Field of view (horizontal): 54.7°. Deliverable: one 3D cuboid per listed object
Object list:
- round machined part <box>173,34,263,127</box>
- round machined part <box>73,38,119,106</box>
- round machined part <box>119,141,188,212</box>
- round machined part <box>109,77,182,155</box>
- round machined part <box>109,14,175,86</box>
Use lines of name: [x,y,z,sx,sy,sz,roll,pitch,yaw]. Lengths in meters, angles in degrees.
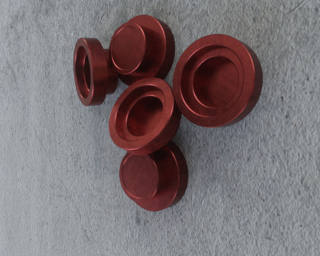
round machined part: [0.065,-0.049,0.340,0.098,0.042,0.097,0,90,39]
round machined part: [-0.093,-0.082,0.456,0.098,0.042,0.097,22,116,57]
round machined part: [-0.015,0.060,0.405,0.098,0.042,0.097,0,90,39]
round machined part: [-0.014,-0.012,0.391,0.098,0.042,0.098,-17,58,29]
round machined part: [-0.031,-0.104,0.418,0.098,0.042,0.097,0,90,39]
